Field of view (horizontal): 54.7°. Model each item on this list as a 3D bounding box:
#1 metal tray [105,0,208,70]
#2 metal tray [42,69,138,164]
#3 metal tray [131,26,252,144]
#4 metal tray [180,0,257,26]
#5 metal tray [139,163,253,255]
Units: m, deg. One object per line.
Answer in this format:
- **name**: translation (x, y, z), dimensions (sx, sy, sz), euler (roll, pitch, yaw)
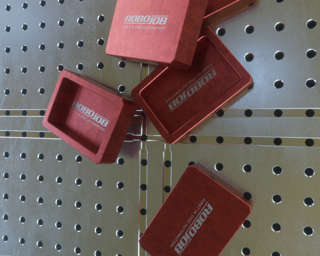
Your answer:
- **metal tray**: translation (-0.009, -0.127, 0.386), dimensions (0.130, 0.030, 0.089), euler (19, 97, 42)
- **metal tray**: translation (-0.100, -0.018, 0.427), dimensions (0.130, 0.030, 0.089), euler (28, 99, 32)
- **metal tray**: translation (0.039, -0.052, 0.395), dimensions (0.130, 0.030, 0.090), euler (-40, 78, 15)
- **metal tray**: translation (0.057, -0.202, 0.389), dimensions (0.090, 0.030, 0.129), euler (-22, 83, 18)
- **metal tray**: translation (0.044, 0.122, 0.394), dimensions (0.090, 0.030, 0.129), euler (35, 101, 16)
